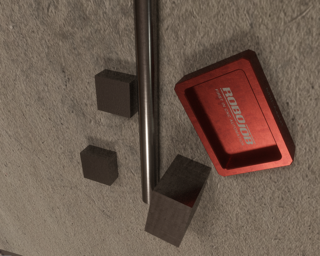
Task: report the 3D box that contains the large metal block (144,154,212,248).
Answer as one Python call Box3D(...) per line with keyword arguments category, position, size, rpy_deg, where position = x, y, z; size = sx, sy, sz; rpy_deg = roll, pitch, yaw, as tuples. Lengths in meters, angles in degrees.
Box3D(category="large metal block", position=(0.025, 0.096, 0.416), size=(0.050, 0.080, 0.079), rpy_deg=(22, 127, 15))

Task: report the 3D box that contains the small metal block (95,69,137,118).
Box3D(category="small metal block", position=(-0.056, -0.045, 0.406), size=(0.050, 0.025, 0.050), rpy_deg=(15, 125, 19))

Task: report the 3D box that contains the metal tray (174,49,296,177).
Box3D(category="metal tray", position=(0.085, -0.011, 0.351), size=(0.090, 0.030, 0.130), rpy_deg=(-18, 109, 34))

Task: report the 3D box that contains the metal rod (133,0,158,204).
Box3D(category="metal rod", position=(-0.016, -0.018, 0.402), size=(0.025, 0.025, 0.298), rpy_deg=(13, 124, 20))

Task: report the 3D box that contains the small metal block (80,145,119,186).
Box3D(category="small metal block", position=(-0.096, 0.059, 0.492), size=(0.050, 0.025, 0.050), rpy_deg=(13, 124, 20))
